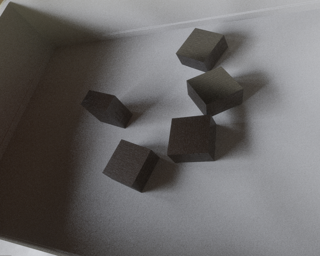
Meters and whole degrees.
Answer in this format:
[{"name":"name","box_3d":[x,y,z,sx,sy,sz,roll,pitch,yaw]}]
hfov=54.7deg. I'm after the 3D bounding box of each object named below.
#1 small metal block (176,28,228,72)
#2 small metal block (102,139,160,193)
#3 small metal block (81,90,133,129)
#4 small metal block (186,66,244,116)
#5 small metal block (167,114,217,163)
[{"name":"small metal block","box_3d":[0.060,-0.111,0.441,0.050,0.025,0.050,28,77,37]},{"name":"small metal block","box_3d":[-0.037,0.047,0.394,0.050,0.025,0.050,17,70,34]},{"name":"small metal block","box_3d":[-0.076,-0.027,0.444,0.050,0.050,0.025,15,70,34]},{"name":"small metal block","box_3d":[0.068,-0.045,0.388,0.050,0.025,0.050,-24,50,-9]},{"name":"small metal block","box_3d":[0.039,0.014,0.376,0.050,0.025,0.050,-5,59,25]}]
